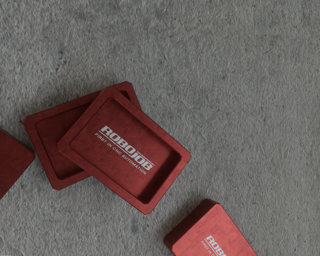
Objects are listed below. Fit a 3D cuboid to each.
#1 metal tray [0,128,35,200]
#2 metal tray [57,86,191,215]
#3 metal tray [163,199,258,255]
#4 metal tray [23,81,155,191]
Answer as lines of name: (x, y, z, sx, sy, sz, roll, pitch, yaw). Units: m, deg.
metal tray: (-0.211, 0.054, 0.328, 0.090, 0.030, 0.130, 40, 77, -16)
metal tray: (-0.039, 0.026, 0.359, 0.130, 0.030, 0.090, 41, 77, -16)
metal tray: (0.078, 0.177, 0.435, 0.090, 0.030, 0.130, -39, 103, -16)
metal tray: (-0.082, 0.006, 0.375, 0.131, 0.030, 0.090, -23, 98, -19)
